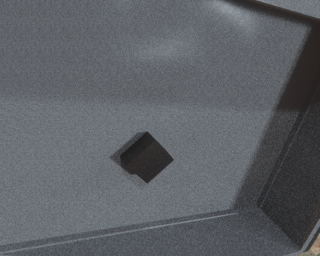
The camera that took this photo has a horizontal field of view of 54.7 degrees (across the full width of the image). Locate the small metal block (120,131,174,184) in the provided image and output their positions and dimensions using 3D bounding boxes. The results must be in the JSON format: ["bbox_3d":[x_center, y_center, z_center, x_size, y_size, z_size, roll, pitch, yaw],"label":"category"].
[{"bbox_3d":[-0.017,0.041,0.426,0.050,0.025,0.050,-42,130,0],"label":"small metal block"}]
